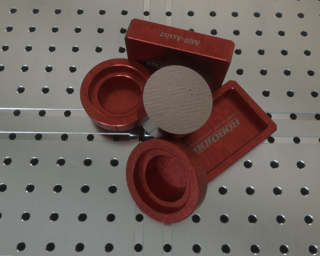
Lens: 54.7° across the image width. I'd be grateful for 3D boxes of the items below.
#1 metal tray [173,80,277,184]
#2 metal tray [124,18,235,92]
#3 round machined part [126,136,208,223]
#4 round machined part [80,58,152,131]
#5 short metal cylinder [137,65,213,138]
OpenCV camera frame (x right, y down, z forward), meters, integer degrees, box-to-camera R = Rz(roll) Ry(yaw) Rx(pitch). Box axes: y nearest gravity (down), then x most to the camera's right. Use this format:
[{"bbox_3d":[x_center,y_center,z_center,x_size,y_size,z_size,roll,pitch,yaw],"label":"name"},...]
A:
[{"bbox_3d":[0.073,0.007,0.407,0.131,0.030,0.090,-35,74,-12],"label":"metal tray"},{"bbox_3d":[0.024,-0.091,0.410,0.131,0.090,0.030,14,71,5],"label":"metal tray"},{"bbox_3d":[0.011,0.057,0.363,0.098,0.042,0.097,7,103,32],"label":"round machined part"},{"bbox_3d":[-0.053,-0.041,0.417,0.099,0.042,0.098,0,70,-1],"label":"round machined part"},{"bbox_3d":[0.016,-0.028,0.369,0.081,0.050,0.080,2,79,-12],"label":"short metal cylinder"}]
